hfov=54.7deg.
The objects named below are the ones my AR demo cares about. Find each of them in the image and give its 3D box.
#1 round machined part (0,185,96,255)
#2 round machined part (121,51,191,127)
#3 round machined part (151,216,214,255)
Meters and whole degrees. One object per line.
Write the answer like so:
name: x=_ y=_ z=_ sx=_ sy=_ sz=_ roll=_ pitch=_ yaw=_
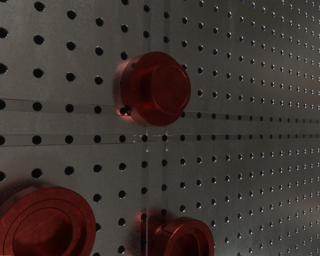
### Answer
round machined part: x=-0.117 y=0.104 z=0.302 sx=0.099 sy=0.042 sz=0.097 roll=0 pitch=90 yaw=-40
round machined part: x=0.002 y=-0.050 z=0.402 sx=0.099 sy=0.042 sz=0.097 roll=0 pitch=90 yaw=-40
round machined part: x=0.026 y=0.170 z=0.423 sx=0.099 sy=0.042 sz=0.097 roll=0 pitch=90 yaw=-40
